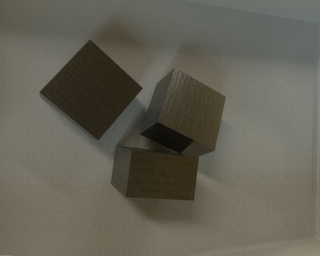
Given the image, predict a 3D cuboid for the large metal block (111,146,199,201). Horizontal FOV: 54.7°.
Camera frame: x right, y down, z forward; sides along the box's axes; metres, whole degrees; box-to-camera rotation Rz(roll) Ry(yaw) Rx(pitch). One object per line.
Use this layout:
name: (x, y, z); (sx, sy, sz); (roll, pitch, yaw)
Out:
large metal block: (-0.009, 0.053, 0.379); (0.081, 0.080, 0.050); (8, 88, -20)

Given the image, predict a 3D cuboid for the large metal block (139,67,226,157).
large metal block: (0.031, -0.017, 0.397); (0.080, 0.050, 0.080); (27, 62, -19)

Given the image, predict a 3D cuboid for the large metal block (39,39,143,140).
large metal block: (-0.082, -0.042, 0.368); (0.080, 0.050, 0.080); (42, 77, -16)
